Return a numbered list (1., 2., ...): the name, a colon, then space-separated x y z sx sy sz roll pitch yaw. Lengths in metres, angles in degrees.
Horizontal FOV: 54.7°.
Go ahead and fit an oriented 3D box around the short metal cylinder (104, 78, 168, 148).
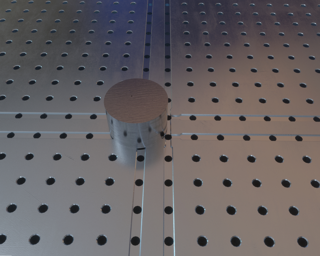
1. short metal cylinder: -0.030 -0.020 0.408 0.081 0.050 0.080 0 50 0
